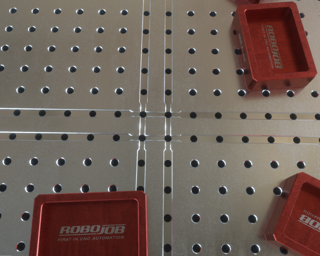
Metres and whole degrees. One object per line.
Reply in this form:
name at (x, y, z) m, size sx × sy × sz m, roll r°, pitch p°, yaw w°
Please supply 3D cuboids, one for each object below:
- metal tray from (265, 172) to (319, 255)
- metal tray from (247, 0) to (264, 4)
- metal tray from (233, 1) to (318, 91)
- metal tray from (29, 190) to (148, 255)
metal tray at (0.205, 0.122, 0.367) m, size 0.130 × 0.030 × 0.090 m, roll 27°, pitch 72°, yaw 9°
metal tray at (0.144, -0.272, 0.510) m, size 0.090 × 0.030 × 0.130 m, roll -40°, pitch 75°, yaw -14°
metal tray at (0.165, -0.122, 0.455) m, size 0.091 × 0.030 × 0.129 m, roll -5°, pitch 70°, yaw -2°
metal tray at (-0.080, 0.123, 0.363) m, size 0.131 × 0.030 × 0.090 m, roll -2°, pitch 70°, yaw -1°
